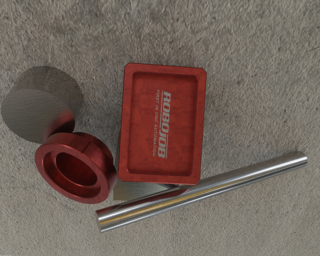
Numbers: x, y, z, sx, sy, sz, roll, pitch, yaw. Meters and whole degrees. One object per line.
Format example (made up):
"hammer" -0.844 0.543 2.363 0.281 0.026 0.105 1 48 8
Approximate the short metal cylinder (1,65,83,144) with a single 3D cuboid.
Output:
"short metal cylinder" -0.137 -0.027 0.368 0.081 0.050 0.079 0 130 0

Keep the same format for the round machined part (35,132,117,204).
"round machined part" -0.096 0.043 0.375 0.098 0.042 0.097 12 131 15

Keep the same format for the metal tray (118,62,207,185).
"metal tray" 0.002 -0.004 0.352 0.091 0.030 0.129 4 90 -4

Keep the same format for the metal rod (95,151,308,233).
"metal rod" 0.069 0.074 0.396 0.303 0.025 0.025 -12 134 -23

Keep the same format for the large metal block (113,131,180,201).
"large metal block" -0.018 0.051 0.415 0.081 0.080 0.050 4 130 -4
